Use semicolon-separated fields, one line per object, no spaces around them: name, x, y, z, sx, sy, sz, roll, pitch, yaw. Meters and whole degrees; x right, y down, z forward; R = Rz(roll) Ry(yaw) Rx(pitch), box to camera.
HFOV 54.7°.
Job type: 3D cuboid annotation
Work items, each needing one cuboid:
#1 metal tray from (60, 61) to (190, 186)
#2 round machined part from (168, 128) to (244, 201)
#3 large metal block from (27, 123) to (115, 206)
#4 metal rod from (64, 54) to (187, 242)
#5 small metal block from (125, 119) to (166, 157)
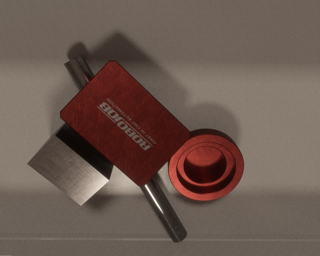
metal tray;-0.040;-0.005;0.373;0.130;0.030;0.090;43;88;-10
round machined part;0.060;0.046;0.420;0.099;0.042;0.097;0;110;-1
large metal block;-0.106;0.037;0.394;0.050;0.080;0.080;-43;105;14
metal rod;-0.038;0.040;0.425;0.025;0.025;0.299;-26;108;9
small metal block;-0.015;0.016;0.402;0.050;0.025;0.050;0;106;-34
